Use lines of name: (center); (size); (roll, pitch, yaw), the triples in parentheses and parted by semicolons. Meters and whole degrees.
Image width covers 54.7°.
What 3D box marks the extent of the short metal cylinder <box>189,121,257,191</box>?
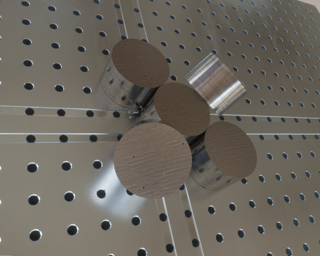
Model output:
short metal cylinder: (0.081, 0.038, 0.414); (0.081, 0.050, 0.080); (14, 56, -21)

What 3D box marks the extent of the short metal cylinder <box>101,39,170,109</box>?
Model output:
short metal cylinder: (-0.034, -0.073, 0.419); (0.081, 0.050, 0.080); (14, 56, -21)

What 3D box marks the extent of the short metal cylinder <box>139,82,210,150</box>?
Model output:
short metal cylinder: (0.019, -0.014, 0.412); (0.081, 0.050, 0.080); (14, 56, -21)

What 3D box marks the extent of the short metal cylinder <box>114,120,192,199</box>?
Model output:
short metal cylinder: (-0.008, 0.032, 0.343); (0.081, 0.050, 0.079); (0, 95, -3)

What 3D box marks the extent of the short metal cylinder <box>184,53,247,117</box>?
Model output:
short metal cylinder: (0.080, -0.063, 0.449); (0.080, 0.050, 0.080); (47, 10, -10)
